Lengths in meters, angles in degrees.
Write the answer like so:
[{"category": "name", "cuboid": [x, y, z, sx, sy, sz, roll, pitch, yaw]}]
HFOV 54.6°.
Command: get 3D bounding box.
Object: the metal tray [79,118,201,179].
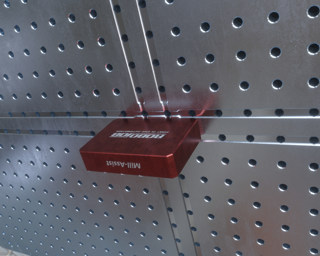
[{"category": "metal tray", "cuboid": [-0.024, 0.021, 0.395, 0.130, 0.090, 0.030, 0, 119, 28]}]
